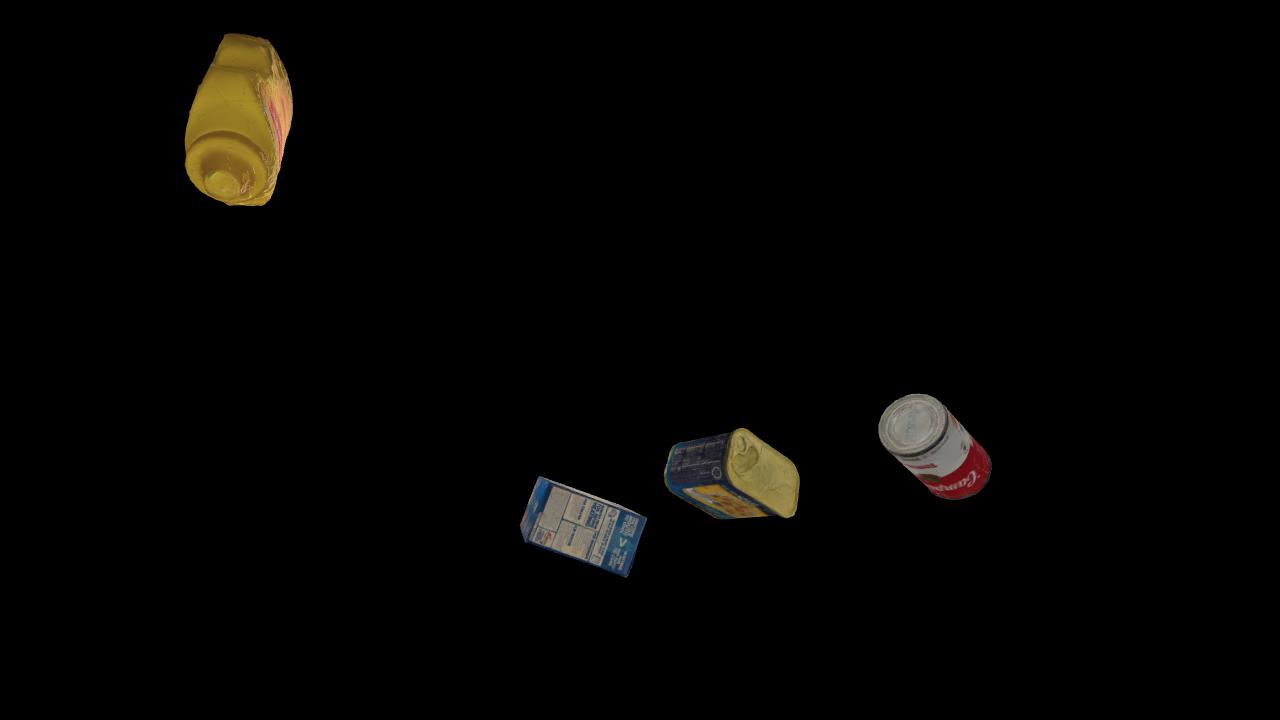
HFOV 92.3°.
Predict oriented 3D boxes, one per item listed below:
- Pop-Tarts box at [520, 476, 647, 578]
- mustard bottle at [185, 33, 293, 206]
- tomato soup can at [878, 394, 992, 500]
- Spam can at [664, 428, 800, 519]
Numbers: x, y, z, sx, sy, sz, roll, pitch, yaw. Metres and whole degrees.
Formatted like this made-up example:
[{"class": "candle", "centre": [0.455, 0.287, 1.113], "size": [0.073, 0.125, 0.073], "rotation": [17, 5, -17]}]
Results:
[{"class": "Pop-Tarts box", "centre": [-0.085, 0.226, 0.854], "size": [0.141, 0.083, 0.167], "rotation": [22, -12, -10]}, {"class": "mustard bottle", "centre": [-0.274, -0.156, 0.422], "size": [0.054, 0.092, 0.184], "rotation": [4, 35, -28]}, {"class": "tomato soup can", "centre": [0.287, 0.085, 0.600], "size": [0.101, 0.068, 0.068], "rotation": [38, -21, -30]}, {"class": "Spam can", "centre": [0.087, 0.113, 0.587], "size": [0.101, 0.058, 0.085], "rotation": [35, -35, -28]}]
